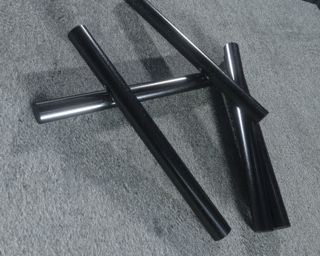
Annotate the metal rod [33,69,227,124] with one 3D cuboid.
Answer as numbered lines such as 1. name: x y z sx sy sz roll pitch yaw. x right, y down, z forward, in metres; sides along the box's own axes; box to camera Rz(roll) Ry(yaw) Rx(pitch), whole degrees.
1. metal rod: -0.016 -0.051 0.427 0.303 0.025 0.025 -16 71 -35

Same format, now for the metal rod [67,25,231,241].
1. metal rod: -0.013 0.005 0.371 0.025 0.025 0.299 -35 89 -39

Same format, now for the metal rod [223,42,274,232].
1. metal rod: 0.127 -0.002 0.461 0.025 0.025 0.299 9 62 -24

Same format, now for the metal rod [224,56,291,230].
1. metal rod: 0.143 0.002 0.482 0.025 0.025 0.299 7 59 -25

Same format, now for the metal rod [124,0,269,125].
1. metal rod: 0.046 -0.119 0.477 0.025 0.025 0.300 -32 72 -38
